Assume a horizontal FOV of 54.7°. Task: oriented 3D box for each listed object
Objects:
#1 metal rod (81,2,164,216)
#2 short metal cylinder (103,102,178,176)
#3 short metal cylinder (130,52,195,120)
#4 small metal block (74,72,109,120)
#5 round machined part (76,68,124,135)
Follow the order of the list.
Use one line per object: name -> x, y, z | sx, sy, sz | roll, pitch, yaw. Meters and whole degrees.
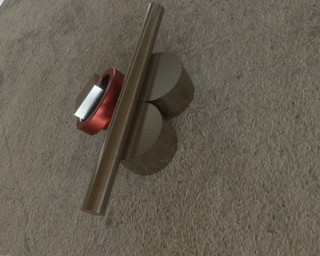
metal rod -> -0.038, -0.043, 0.388 | 0.025, 0.025, 0.300 | -1, 61, 28
short metal cylinder -> -0.024, 0.014, 0.393 | 0.080, 0.050, 0.080 | -13, 55, 20
short metal cylinder -> 0.001, -0.057, 0.424 | 0.080, 0.050, 0.080 | -13, 56, 21
small metal block -> -0.093, -0.042, 0.428 | 0.050, 0.025, 0.050 | -51, 27, 16
round machined part -> -0.074, -0.032, 0.437 | 0.098, 0.042, 0.098 | -42, 31, 33
